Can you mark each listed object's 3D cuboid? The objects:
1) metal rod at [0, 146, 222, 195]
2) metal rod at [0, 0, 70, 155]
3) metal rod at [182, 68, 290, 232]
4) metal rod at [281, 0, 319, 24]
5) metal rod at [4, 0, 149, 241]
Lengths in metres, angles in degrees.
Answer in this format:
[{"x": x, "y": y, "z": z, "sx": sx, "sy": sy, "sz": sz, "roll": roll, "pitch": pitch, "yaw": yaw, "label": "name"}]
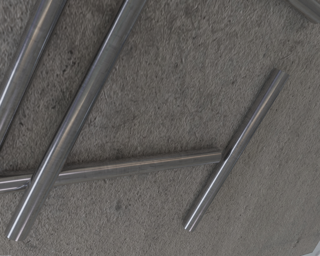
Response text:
[{"x": -0.048, "y": 0.052, "z": 0.412, "sx": 0.303, "sy": 0.025, "sz": 0.025, "roll": -4, "pitch": 121, "yaw": -26, "label": "metal rod"}, {"x": -0.119, "y": -0.080, "z": 0.292, "sx": 0.025, "sy": 0.025, "sz": 0.298, "roll": 20, "pitch": 108, "yaw": -36, "label": "metal rod"}, {"x": 0.114, "y": 0.045, "z": 0.496, "sx": 0.025, "sy": 0.025, "sz": 0.298, "roll": 15, "pitch": 111, "yaw": -34, "label": "metal rod"}, {"x": 0.099, "y": -0.187, "z": 0.344, "sx": 0.302, "sy": 0.025, "sz": 0.025, "roll": 14, "pitch": 111, "yaw": -34, "label": "metal rod"}, {"x": -0.091, "y": -0.010, "z": 0.329, "sx": 0.025, "sy": 0.025, "sz": 0.299, "roll": 23, "pitch": 100, "yaw": -37, "label": "metal rod"}]
